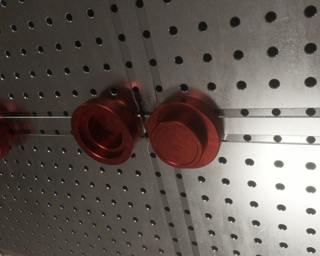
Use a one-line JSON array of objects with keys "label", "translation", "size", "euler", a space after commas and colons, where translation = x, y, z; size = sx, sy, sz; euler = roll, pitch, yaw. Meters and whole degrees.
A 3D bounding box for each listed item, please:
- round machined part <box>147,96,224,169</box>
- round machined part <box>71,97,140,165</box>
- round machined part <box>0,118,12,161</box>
[{"label": "round machined part", "translation": [0.027, 0.012, 0.392], "size": [0.098, 0.042, 0.097], "euler": [13, 124, 20]}, {"label": "round machined part", "translation": [-0.072, 0.001, 0.437], "size": [0.098, 0.042, 0.097], "euler": [13, 124, 20]}, {"label": "round machined part", "translation": [-0.315, 0.014, 0.571], "size": [0.098, 0.042, 0.097], "euler": [13, 124, 20]}]
